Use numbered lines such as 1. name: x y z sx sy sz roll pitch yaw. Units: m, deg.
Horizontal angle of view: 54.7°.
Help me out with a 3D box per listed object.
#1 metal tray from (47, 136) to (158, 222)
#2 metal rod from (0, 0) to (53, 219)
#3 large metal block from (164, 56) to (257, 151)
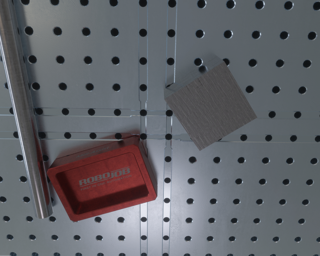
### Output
1. metal tray: -0.078 0.073 0.436 0.131 0.030 0.090 -17 110 6
2. metal rod: -0.177 -0.013 0.406 0.025 0.025 0.298 -2 110 0
3. large metal block: 0.061 -0.032 0.389 0.080 0.050 0.080 -32 107 11
